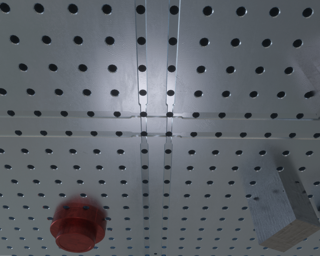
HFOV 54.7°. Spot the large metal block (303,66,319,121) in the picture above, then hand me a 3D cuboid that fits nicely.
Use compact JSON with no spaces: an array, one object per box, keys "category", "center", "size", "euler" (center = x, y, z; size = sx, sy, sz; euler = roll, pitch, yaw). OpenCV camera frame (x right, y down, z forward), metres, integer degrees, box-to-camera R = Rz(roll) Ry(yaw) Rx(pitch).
[{"category":"large metal block","center":[0.227,-0.040,0.363],"size":[0.080,0.050,0.080],"euler":[-24,127,18]}]

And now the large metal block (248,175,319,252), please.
[{"category":"large metal block","center":[0.194,0.137,0.494],"size":[0.050,0.080,0.080],"euler":[22,127,-18]}]

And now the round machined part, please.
[{"category":"round machined part","center":[-0.149,0.190,0.561],"size":[0.099,0.042,0.097],"euler":[0,130,0]}]
